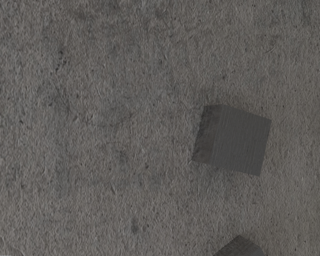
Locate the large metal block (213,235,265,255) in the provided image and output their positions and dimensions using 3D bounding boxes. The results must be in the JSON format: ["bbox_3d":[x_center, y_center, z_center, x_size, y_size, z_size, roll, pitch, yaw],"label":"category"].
[{"bbox_3d":[0.113,0.215,0.438,0.080,0.050,0.080,-31,101,-17],"label":"large metal block"}]

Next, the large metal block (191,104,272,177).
[{"bbox_3d":[0.099,0.017,0.432,0.081,0.050,0.080,15,85,-20],"label":"large metal block"}]
